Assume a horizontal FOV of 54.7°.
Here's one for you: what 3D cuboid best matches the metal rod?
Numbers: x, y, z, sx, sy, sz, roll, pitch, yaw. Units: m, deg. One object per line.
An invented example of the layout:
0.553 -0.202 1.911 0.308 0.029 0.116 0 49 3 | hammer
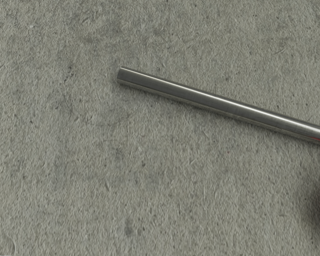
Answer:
0.087 -0.030 0.419 0.301 0.025 0.025 18 71 6 | metal rod
